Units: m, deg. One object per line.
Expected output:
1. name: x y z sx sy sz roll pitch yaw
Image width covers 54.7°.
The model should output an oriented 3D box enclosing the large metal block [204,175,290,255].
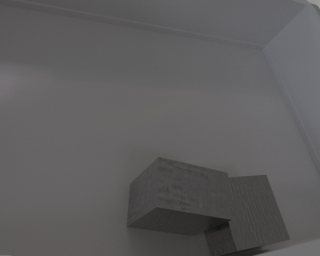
1. large metal block: 0.097 0.105 0.377 0.081 0.050 0.080 1 61 -28

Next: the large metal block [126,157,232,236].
1. large metal block: 0.018 0.077 0.332 0.081 0.080 0.050 15 56 -20
